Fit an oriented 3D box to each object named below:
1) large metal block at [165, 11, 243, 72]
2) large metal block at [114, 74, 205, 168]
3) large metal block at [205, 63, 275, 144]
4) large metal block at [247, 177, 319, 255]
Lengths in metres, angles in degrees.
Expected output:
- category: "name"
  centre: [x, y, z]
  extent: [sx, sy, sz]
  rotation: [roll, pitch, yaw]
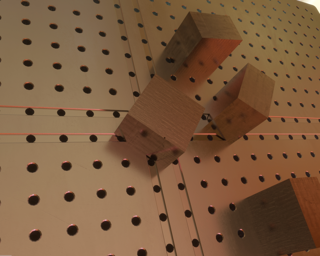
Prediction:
- category: "large metal block"
  centre: [0.068, -0.134, 0.493]
  extent: [0.081, 0.080, 0.050]
  rotation: [-7, 66, -32]
- category: "large metal block"
  centre: [0.001, -0.010, 0.400]
  extent: [0.080, 0.050, 0.080]
  rotation: [34, 51, -6]
- category: "large metal block"
  centre: [0.119, -0.036, 0.461]
  extent: [0.050, 0.080, 0.080]
  rotation: [32, 51, -8]
- category: "large metal block"
  centre: [0.168, 0.115, 0.396]
  extent: [0.050, 0.080, 0.080]
  rotation: [2, 61, -28]
